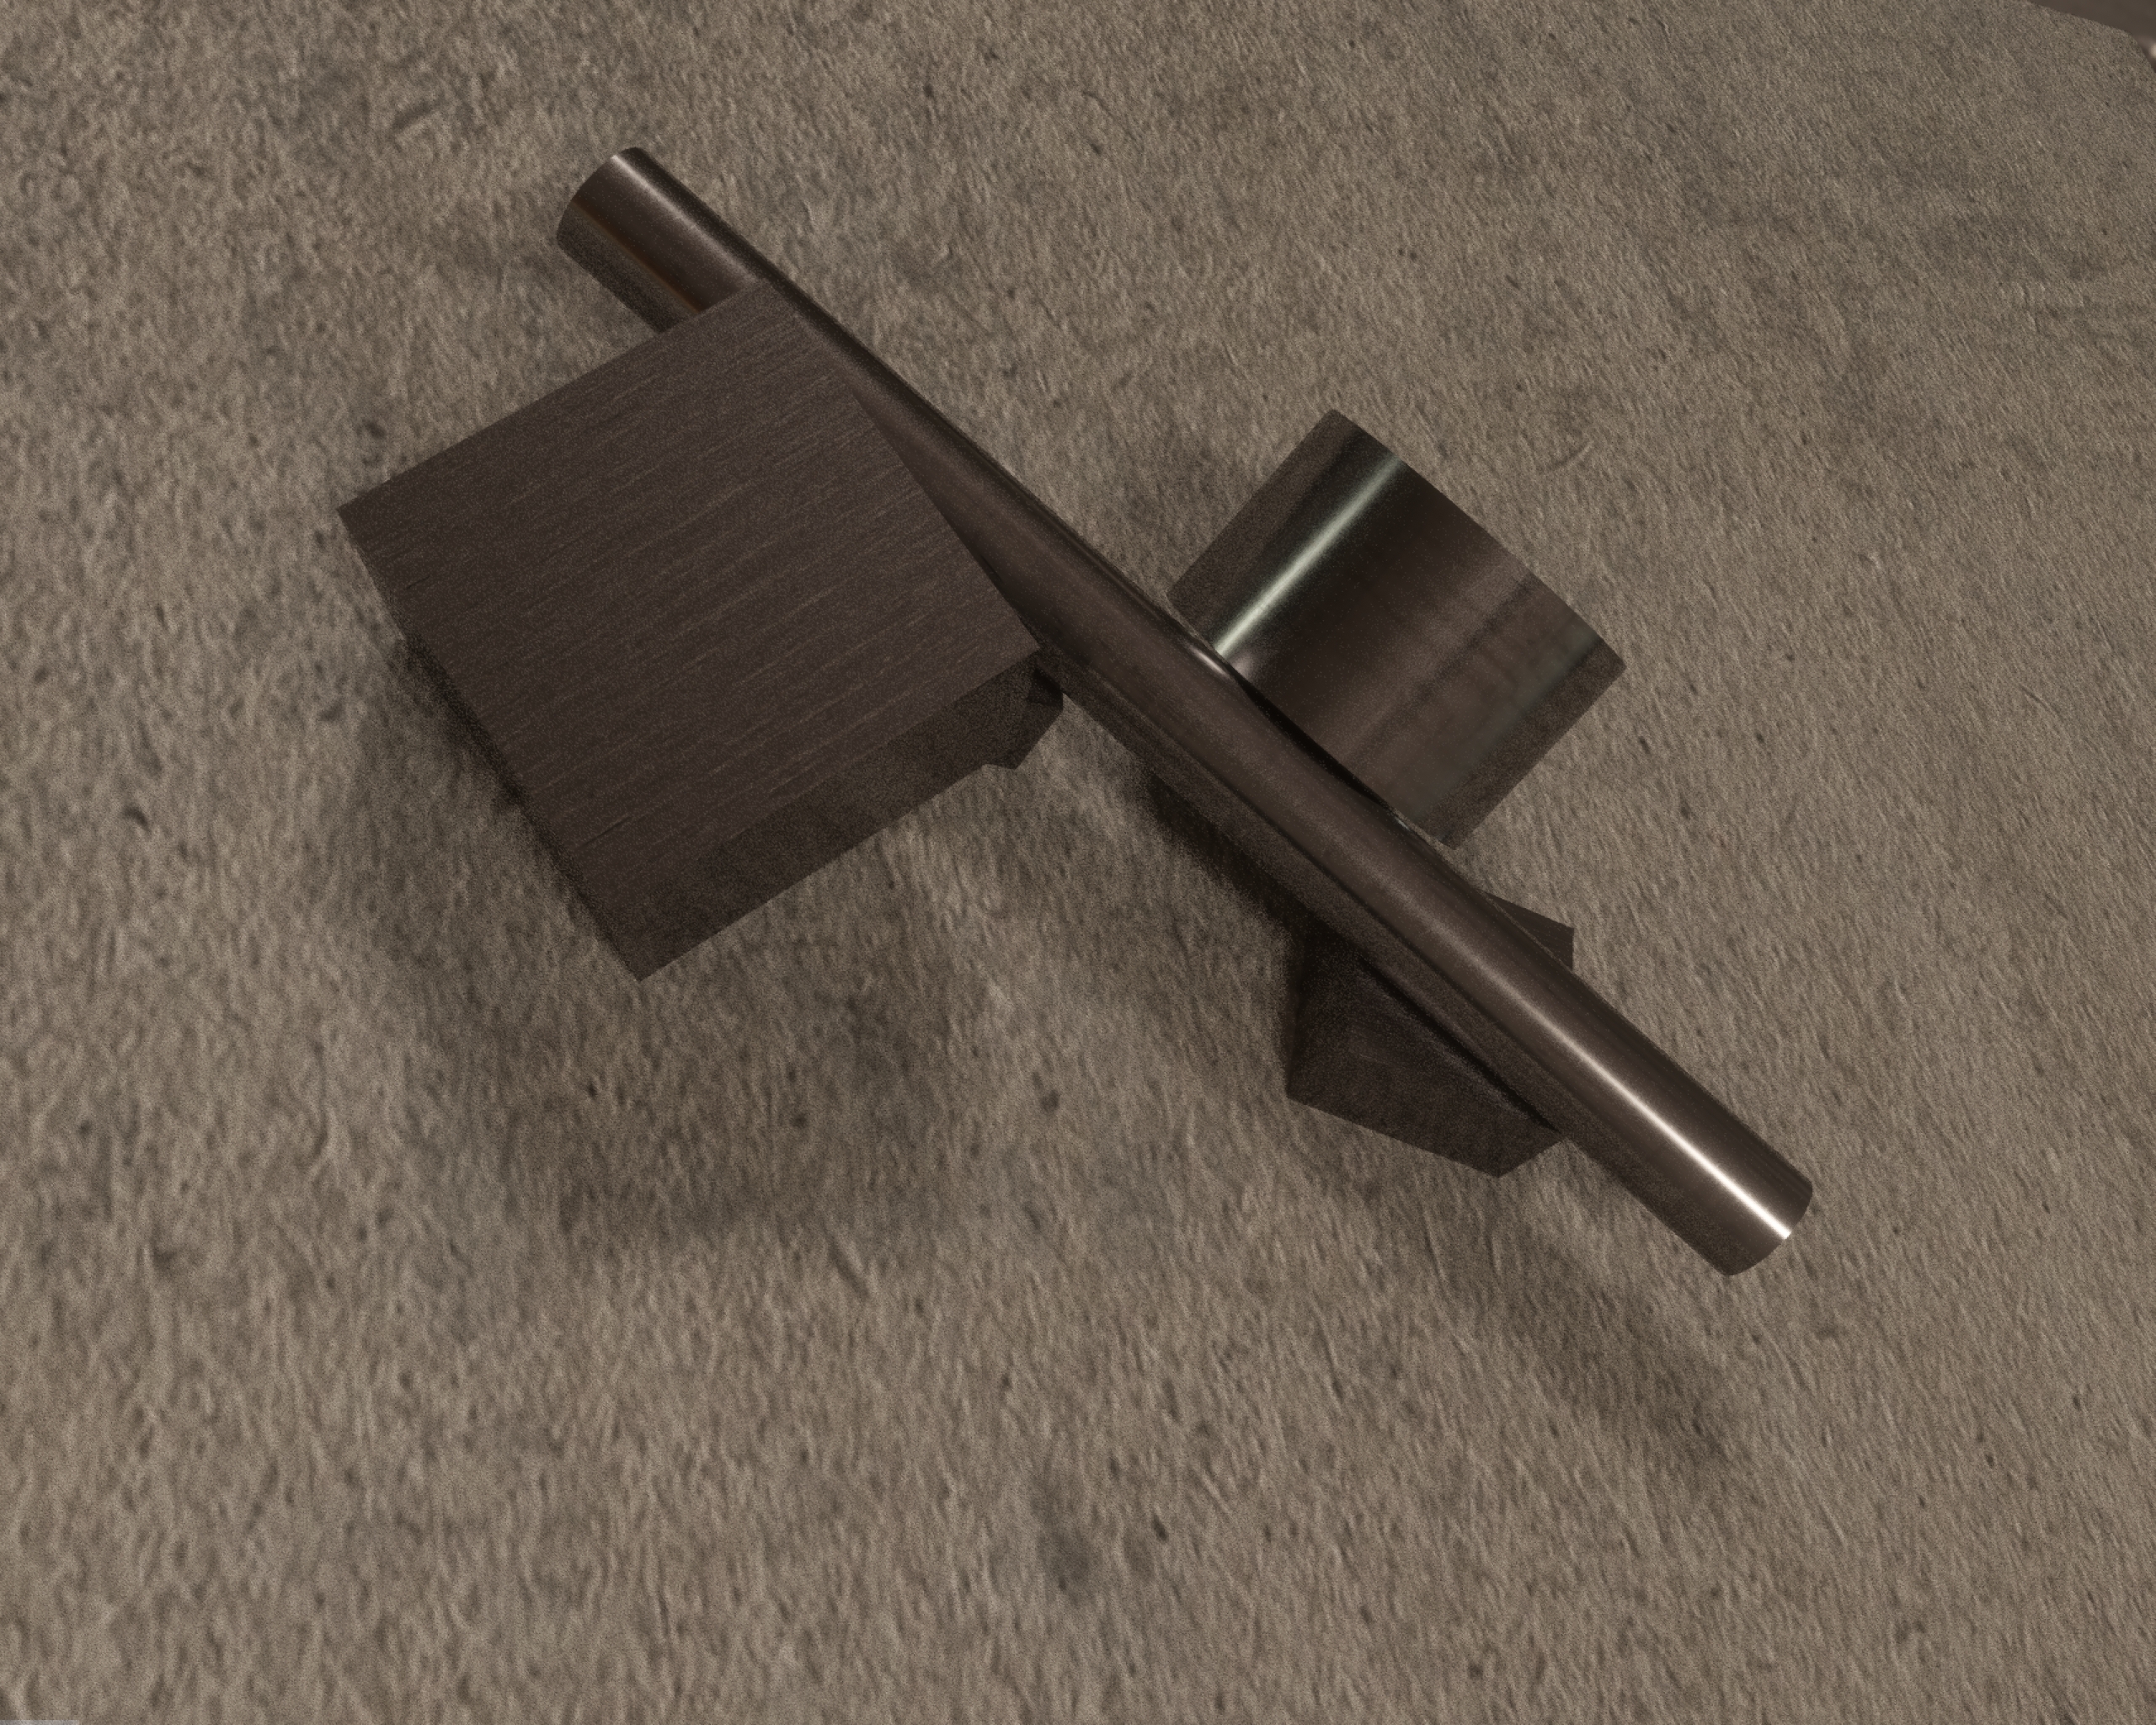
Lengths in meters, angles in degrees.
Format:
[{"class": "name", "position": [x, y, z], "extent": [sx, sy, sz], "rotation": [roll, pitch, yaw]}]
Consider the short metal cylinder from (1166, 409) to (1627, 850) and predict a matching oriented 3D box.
[{"class": "short metal cylinder", "position": [0.065, -0.048, 0.430], "extent": [0.080, 0.050, 0.080], "rotation": [40, 11, -9]}]

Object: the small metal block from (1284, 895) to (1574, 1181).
[{"class": "small metal block", "position": [0.073, 0.031, 0.428], "extent": [0.050, 0.025, 0.050], "rotation": [22, 53, -15]}]

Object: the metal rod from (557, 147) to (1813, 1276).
[{"class": "metal rod", "position": [0.021, -0.029, 0.404], "extent": [0.300, 0.025, 0.025], "rotation": [41, 51, 0]}]

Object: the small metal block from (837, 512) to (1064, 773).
[{"class": "small metal block", "position": [-0.032, -0.050, 0.421], "extent": [0.050, 0.025, 0.050], "rotation": [12, 57, -22]}]

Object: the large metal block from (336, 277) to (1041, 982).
[{"class": "large metal block", "position": [-0.065, -0.039, 0.358], "extent": [0.080, 0.050, 0.080], "rotation": [-33, 81, -15]}]
